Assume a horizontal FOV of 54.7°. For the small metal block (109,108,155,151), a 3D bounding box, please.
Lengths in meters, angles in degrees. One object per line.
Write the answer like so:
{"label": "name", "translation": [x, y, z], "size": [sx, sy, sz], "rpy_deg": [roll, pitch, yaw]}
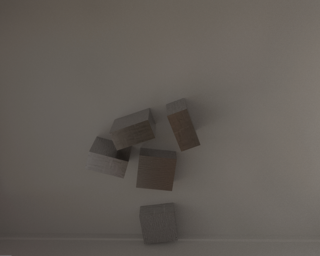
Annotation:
{"label": "small metal block", "translation": [-0.034, 0.000, 0.398], "size": [0.050, 0.050, 0.025], "rpy_deg": [-18, 109, 6]}

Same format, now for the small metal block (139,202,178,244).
{"label": "small metal block", "translation": [-0.002, 0.143, 0.464], "size": [0.050, 0.025, 0.050], "rpy_deg": [-7, 110, 2]}

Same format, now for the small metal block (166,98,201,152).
{"label": "small metal block", "translation": [0.029, -0.005, 0.396], "size": [0.025, 0.050, 0.050], "rpy_deg": [-20, 109, 7]}

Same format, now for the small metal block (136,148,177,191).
{"label": "small metal block", "translation": [-0.005, 0.058, 0.432], "size": [0.050, 0.025, 0.050], "rpy_deg": [6, 110, -3]}

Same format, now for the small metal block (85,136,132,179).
{"label": "small metal block", "translation": [-0.067, 0.038, 0.411], "size": [0.050, 0.050, 0.025], "rpy_deg": [15, 109, -6]}
